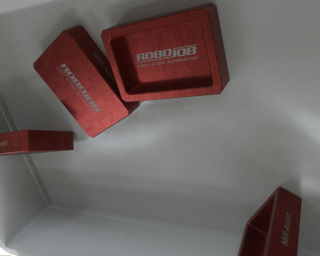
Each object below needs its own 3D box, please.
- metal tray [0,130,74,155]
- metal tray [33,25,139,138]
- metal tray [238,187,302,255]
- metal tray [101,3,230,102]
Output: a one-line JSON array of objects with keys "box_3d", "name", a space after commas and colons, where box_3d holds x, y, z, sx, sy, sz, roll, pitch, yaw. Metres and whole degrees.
[{"box_3d": [-0.215, 0.025, 0.490, 0.130, 0.090, 0.030, -7, 85, 31], "name": "metal tray"}, {"box_3d": [-0.101, -0.059, 0.420, 0.090, 0.030, 0.130, -29, 103, 37], "name": "metal tray"}, {"box_3d": [0.123, 0.141, 0.363, 0.030, 0.131, 0.089, 30, 128, 9], "name": "metal tray"}, {"box_3d": [0.005, -0.080, 0.351, 0.130, 0.030, 0.089, -2, 118, 29], "name": "metal tray"}]
